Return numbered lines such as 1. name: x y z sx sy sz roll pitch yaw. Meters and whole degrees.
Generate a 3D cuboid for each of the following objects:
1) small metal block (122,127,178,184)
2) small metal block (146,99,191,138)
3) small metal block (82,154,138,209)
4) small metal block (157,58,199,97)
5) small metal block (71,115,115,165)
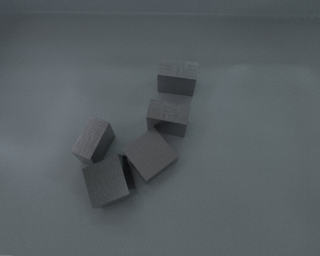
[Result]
1. small metal block: -0.012 0.035 0.396 0.050 0.025 0.050 -36 74 -13
2. small metal block: 0.011 -0.011 0.400 0.050 0.050 0.025 11 71 4
3. small metal block: -0.061 0.065 0.377 0.050 0.025 0.050 -24 71 12
4. small metal block: 0.023 -0.068 0.421 0.050 0.050 0.025 8 71 3
5. small metal block: -0.082 0.019 0.389 0.025 0.050 0.050 22 71 8
